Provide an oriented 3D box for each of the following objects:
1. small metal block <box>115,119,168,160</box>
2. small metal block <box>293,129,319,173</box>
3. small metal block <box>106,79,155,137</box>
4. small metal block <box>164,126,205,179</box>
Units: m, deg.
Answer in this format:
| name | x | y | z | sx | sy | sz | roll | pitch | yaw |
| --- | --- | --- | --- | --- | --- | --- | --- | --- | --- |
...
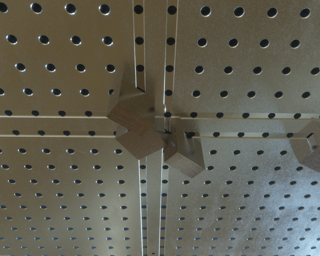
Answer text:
| name | x | y | z | sx | sy | sz | roll | pitch | yaw |
| --- | --- | --- | --- | --- | --- | --- | --- | --- | --- |
| small metal block | -0.024 | 0.011 | 0.421 | 0.050 | 0.025 | 0.050 | -28 | 125 | 21 |
| small metal block | 0.232 | 0.035 | 0.445 | 0.050 | 0.025 | 0.050 | 24 | 126 | -20 |
| small metal block | -0.034 | -0.025 | 0.374 | 0.050 | 0.050 | 0.025 | 31 | 124 | -24 |
| small metal block | 0.033 | 0.033 | 0.424 | 0.050 | 0.050 | 0.025 | 33 | 122 | -25 |
